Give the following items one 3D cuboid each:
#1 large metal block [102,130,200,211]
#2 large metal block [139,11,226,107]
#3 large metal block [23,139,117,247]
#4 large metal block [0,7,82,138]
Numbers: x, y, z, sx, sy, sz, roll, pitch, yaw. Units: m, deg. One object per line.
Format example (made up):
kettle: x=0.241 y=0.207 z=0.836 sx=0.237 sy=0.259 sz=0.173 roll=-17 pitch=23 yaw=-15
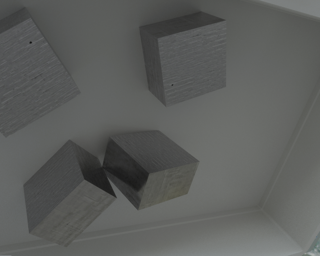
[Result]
large metal block: x=-0.013 y=0.047 z=0.384 sx=0.081 sy=0.080 sz=0.050 roll=-7 pitch=123 yaw=-42
large metal block: x=0.028 y=-0.081 z=0.358 sx=0.081 sy=0.050 sz=0.079 roll=-20 pitch=126 yaw=-17
large metal block: x=-0.107 y=0.074 z=0.360 sx=0.080 sy=0.080 sz=0.050 roll=-44 pitch=129 yaw=3
large metal block: x=-0.134 y=-0.052 z=0.287 sx=0.080 sy=0.050 sz=0.080 roll=-32 pitch=129 yaw=-7
